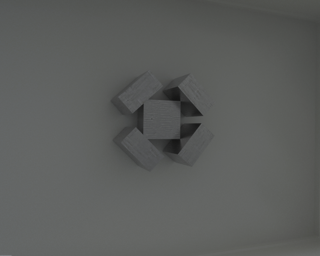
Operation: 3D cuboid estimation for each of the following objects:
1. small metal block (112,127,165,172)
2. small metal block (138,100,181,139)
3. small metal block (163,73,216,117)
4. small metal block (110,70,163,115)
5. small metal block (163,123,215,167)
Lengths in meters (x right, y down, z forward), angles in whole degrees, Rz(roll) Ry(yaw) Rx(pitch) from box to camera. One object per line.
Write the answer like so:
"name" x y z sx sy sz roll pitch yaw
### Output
"small metal block" -0.028 0.025 0.385 0.025 0.050 0.050 -46 104 -13
"small metal block" -0.001 -0.011 0.408 0.050 0.025 0.050 1 90 -20
"small metal block" 0.037 -0.042 0.408 0.025 0.050 0.050 -47 106 -15
"small metal block" -0.030 -0.043 0.384 0.050 0.050 0.025 -43 103 -14
"small metal block" 0.037 0.021 0.408 0.025 0.050 0.050 42 76 -16
